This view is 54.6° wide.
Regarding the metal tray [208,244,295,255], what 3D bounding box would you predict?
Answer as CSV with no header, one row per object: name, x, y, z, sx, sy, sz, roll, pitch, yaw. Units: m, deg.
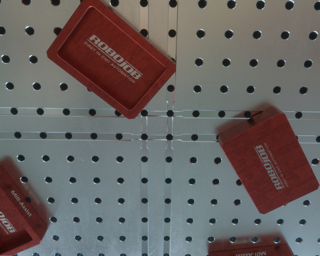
metal tray,0.148,0.240,0.499,0.131,0.030,0.089,-7,110,2

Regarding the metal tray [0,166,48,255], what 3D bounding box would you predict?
metal tray,-0.241,0.128,0.455,0.090,0.030,0.130,-25,108,8

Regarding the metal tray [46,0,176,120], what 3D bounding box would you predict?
metal tray,-0.057,-0.084,0.379,0.130,0.030,0.090,38,106,-13

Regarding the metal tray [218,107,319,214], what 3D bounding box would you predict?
metal tray,0.150,0.047,0.429,0.090,0.030,0.130,-29,108,10
